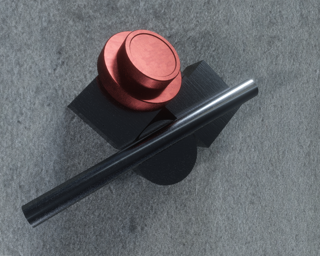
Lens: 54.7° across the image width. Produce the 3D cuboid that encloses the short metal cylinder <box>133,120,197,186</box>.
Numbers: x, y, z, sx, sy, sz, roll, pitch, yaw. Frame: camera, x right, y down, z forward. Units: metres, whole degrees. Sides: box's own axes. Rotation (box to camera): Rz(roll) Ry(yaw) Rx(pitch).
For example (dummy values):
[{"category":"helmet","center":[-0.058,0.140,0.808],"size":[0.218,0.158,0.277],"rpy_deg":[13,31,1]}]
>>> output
[{"category":"short metal cylinder","center":[0.000,0.030,0.397],"size":[0.081,0.050,0.079],"rpy_deg":[0,90,-21]}]

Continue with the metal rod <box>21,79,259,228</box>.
[{"category":"metal rod","center":[-0.007,0.018,0.355],"size":[0.302,0.025,0.025],"rpy_deg":[-29,100,-18]}]

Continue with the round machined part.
[{"category":"round machined part","center":[-0.016,-0.070,0.349],"size":[0.099,0.042,0.098],"rpy_deg":[15,57,-25]}]

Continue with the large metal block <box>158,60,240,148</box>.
[{"category":"large metal block","center":[0.050,-0.031,0.417],"size":[0.080,0.050,0.080],"rpy_deg":[43,76,-15]}]

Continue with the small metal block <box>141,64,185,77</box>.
[{"category":"small metal block","center":[-0.005,-0.069,0.408],"size":[0.050,0.025,0.050],"rpy_deg":[45,76,-15]}]

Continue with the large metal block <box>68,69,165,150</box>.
[{"category":"large metal block","center":[-0.052,-0.029,0.377],"size":[0.080,0.050,0.080],"rpy_deg":[44,76,-15]}]
